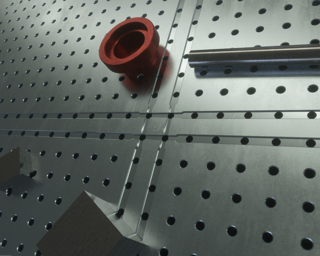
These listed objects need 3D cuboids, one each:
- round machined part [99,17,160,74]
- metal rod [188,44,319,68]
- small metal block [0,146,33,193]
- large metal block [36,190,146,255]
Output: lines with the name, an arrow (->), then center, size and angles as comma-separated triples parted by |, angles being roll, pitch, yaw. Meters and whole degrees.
round machined part -> -0.045, -0.126, 0.497 | 0.098, 0.042, 0.098 | -13, 56, 20
metal rod -> 0.176, -0.087, 0.369 | 0.300, 0.025, 0.025 | 5, 64, 30
small metal block -> -0.231, 0.065, 0.487 | 0.050, 0.025, 0.050 | -29, 52, 9
large metal block -> -0.078, 0.132, 0.351 | 0.080, 0.050, 0.080 | -49, 52, -7
